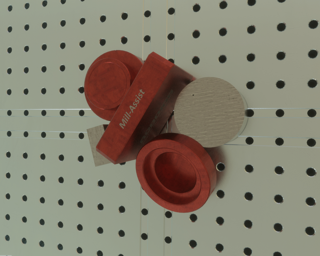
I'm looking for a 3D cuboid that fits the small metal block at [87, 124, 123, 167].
[{"bbox_3d":[-0.069,0.022,0.419,0.025,0.050,0.050,-16,85,19],"label":"small metal block"}]

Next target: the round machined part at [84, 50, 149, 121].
[{"bbox_3d":[-0.062,-0.058,0.420,0.098,0.042,0.097,0,90,19],"label":"round machined part"}]

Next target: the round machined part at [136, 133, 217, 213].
[{"bbox_3d":[0.023,0.050,0.379,0.098,0.042,0.097,12,117,26],"label":"round machined part"}]

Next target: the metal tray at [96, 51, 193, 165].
[{"bbox_3d":[-0.015,-0.021,0.379,0.030,0.090,0.129,35,101,16],"label":"metal tray"}]

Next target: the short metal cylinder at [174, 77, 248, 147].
[{"bbox_3d":[0.063,-0.018,0.373,0.080,0.050,0.079,0,90,20],"label":"short metal cylinder"}]
